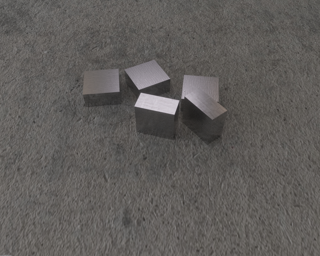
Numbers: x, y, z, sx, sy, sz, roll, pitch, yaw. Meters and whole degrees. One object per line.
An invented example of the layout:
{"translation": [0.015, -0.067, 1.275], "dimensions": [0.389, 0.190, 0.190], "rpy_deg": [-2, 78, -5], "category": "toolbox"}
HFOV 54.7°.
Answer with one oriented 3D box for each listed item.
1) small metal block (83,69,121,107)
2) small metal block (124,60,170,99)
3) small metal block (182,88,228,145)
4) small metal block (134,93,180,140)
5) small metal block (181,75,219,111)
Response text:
{"translation": [-0.084, -0.059, 0.452], "dimensions": [0.050, 0.025, 0.050], "rpy_deg": [-5, 50, -4], "category": "small metal block"}
{"translation": [-0.019, -0.071, 0.463], "dimensions": [0.050, 0.025, 0.050], "rpy_deg": [-22, 54, -18], "category": "small metal block"}
{"translation": [0.056, -0.015, 0.399], "dimensions": [0.025, 0.050, 0.050], "rpy_deg": [-31, 57, -23], "category": "small metal block"}
{"translation": [-0.003, -0.014, 0.399], "dimensions": [0.050, 0.050, 0.025], "rpy_deg": [12, 51, 10], "category": "small metal block"}
{"translation": [0.057, -0.049, 0.444], "dimensions": [0.050, 0.025, 0.050], "rpy_deg": [5, 50, 4], "category": "small metal block"}
